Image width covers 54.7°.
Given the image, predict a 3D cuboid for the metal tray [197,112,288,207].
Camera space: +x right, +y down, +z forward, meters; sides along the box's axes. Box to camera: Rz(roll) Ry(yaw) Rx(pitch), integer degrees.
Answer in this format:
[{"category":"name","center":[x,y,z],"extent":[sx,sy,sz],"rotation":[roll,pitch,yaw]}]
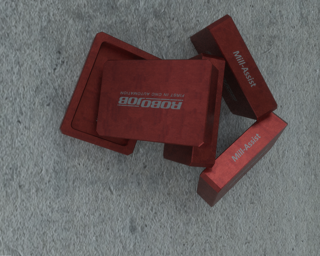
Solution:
[{"category":"metal tray","center":[0.107,0.043,0.417],"extent":[0.130,0.090,0.030],"rotation":[-40,68,-15]}]

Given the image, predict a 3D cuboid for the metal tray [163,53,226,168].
[{"category":"metal tray","center":[0.040,-0.020,0.392],"extent":[0.030,0.090,0.129],"rotation":[7,88,-20]}]

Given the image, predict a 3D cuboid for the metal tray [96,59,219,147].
[{"category":"metal tray","center":[-0.005,-0.029,0.349],"extent":[0.130,0.030,0.089],"rotation":[5,88,24]}]

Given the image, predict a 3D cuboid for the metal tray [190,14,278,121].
[{"category":"metal tray","center":[0.094,-0.076,0.409],"extent":[0.030,0.090,0.130],"rotation":[-32,101,-3]}]

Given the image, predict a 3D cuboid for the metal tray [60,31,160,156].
[{"category":"metal tray","center":[-0.059,-0.041,0.387],"extent":[0.091,0.030,0.129],"rotation":[21,83,-19]}]
